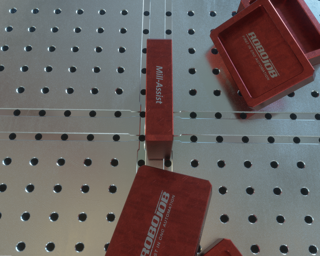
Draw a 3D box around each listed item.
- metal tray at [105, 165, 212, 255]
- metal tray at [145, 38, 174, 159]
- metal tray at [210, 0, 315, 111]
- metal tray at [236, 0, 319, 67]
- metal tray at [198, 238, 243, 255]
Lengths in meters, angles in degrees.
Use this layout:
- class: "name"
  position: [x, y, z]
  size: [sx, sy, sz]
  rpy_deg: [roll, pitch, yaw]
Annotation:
- class: "metal tray"
  position: [0.000, 0.114, 0.348]
  size: [0.090, 0.030, 0.130]
  rpy_deg: [12, 61, 16]
- class: "metal tray"
  position: [-0.001, -0.034, 0.389]
  size: [0.030, 0.090, 0.130]
  rpy_deg: [0, 70, 0]
- class: "metal tray"
  position: [0.137, -0.101, 0.424]
  size: [0.090, 0.030, 0.130]
  rpy_deg: [-31, 70, 22]
- class: "metal tray"
  position: [0.185, -0.148, 0.465]
  size: [0.091, 0.030, 0.130]
  rpy_deg: [-19, 71, -8]
- class: "metal tray"
  position: [0.050, 0.196, 0.337]
  size: [0.131, 0.030, 0.090]
  rpy_deg: [-34, 74, -12]
